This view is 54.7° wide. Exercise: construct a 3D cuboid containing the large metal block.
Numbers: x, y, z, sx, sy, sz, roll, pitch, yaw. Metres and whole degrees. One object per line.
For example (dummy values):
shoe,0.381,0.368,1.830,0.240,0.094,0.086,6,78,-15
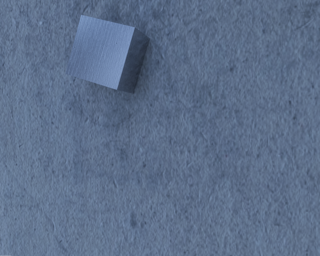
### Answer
large metal block,-0.070,-0.098,0.419,0.080,0.050,0.080,19,96,18
